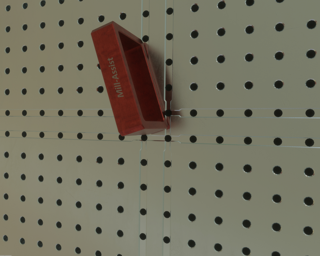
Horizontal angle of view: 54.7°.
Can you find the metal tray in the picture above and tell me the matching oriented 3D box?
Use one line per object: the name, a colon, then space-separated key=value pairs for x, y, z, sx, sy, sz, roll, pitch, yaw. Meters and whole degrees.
metal tray: x=-0.035 y=-0.057 z=0.389 sx=0.030 sy=0.090 sz=0.129 roll=-18 pitch=84 yaw=19
